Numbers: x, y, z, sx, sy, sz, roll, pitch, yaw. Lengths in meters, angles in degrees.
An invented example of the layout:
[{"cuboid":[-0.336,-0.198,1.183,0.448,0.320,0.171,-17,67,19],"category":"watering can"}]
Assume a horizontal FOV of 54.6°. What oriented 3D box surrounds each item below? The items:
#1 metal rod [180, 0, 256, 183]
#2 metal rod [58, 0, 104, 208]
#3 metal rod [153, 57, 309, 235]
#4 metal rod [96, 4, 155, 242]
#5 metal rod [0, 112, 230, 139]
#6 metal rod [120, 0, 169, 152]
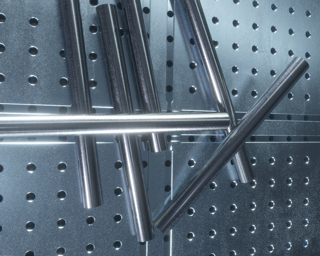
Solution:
[{"cuboid":[0.081,-0.064,0.441,0.025,0.025,0.299,-22,97,-19],"category":"metal rod"},{"cuboid":[-0.098,-0.053,0.376,0.025,0.025,0.298,-7,93,-20],"category":"metal rod"},{"cuboid":[0.099,0.021,0.424,0.025,0.025,0.300,43,86,-15],"category":"metal rod"},{"cuboid":[-0.043,-0.004,0.396,0.025,0.025,0.298,-11,94,-20],"category":"metal rod"},{"cuboid":[-0.055,-0.005,0.364,0.302,0.025,0.025,-2,91,-20],"category":"metal rod"},{"cuboid":[-0.029,-0.117,0.401,0.025,0.025,0.298,-12,94,-20],"category":"metal rod"}]
